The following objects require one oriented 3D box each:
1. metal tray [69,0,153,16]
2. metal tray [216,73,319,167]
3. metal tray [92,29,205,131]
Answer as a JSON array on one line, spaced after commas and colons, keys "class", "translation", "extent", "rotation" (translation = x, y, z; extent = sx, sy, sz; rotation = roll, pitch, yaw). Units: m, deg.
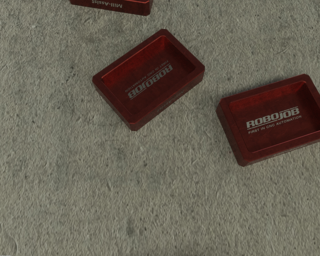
[{"class": "metal tray", "translation": [-0.072, -0.232, 0.489], "extent": [0.131, 0.030, 0.090], "rotation": [10, 70, 3]}, {"class": "metal tray", "translation": [0.152, -0.011, 0.410], "extent": [0.131, 0.030, 0.090], "rotation": [-17, 71, -6]}, {"class": "metal tray", "translation": [-0.015, -0.069, 0.430], "extent": [0.130, 0.030, 0.090], "rotation": [-38, 75, -13]}]
